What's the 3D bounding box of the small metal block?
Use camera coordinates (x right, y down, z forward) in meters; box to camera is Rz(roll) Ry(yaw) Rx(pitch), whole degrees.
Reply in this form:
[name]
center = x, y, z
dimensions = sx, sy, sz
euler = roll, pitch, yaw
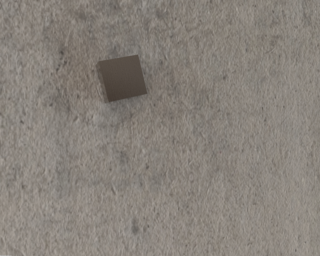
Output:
[small metal block]
center = -0.049, -0.061, 0.391
dimensions = 0.050, 0.025, 0.050
euler = -15, 95, -19
